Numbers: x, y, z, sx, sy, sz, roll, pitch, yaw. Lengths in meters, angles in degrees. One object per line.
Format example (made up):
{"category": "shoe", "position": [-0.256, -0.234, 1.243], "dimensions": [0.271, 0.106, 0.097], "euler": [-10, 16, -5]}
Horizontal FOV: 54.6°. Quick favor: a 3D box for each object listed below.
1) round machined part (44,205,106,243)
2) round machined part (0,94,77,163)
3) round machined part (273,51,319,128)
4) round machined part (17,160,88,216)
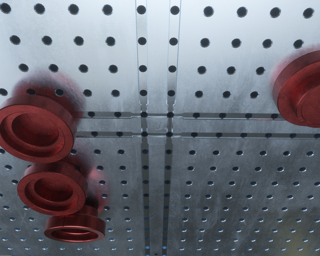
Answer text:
{"category": "round machined part", "position": [-0.141, 0.161, 0.525], "dimensions": [0.099, 0.042, 0.098], "euler": [-1, 146, 0]}
{"category": "round machined part", "position": [-0.156, -0.003, 0.396], "dimensions": [0.099, 0.042, 0.097], "euler": [0, 130, 0]}
{"category": "round machined part", "position": [0.191, -0.039, 0.369], "dimensions": [0.099, 0.042, 0.097], "euler": [0, 130, 0]}
{"category": "round machined part", "position": [-0.158, 0.086, 0.470], "dimensions": [0.099, 0.042, 0.097], "euler": [0, 127, 0]}
